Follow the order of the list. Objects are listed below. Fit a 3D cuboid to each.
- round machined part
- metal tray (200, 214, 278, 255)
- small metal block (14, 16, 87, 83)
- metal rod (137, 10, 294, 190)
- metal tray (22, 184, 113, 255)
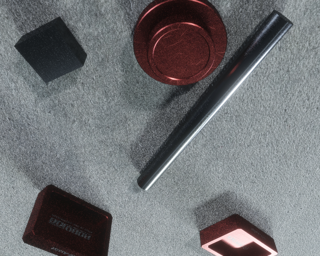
[{"bbox_3d":[0.021,-0.085,0.324,0.099,0.042,0.097,-1,130,0],"label":"round machined part"},{"bbox_3d":[0.151,0.220,0.593,0.090,0.030,0.130,-37,122,27],"label":"metal tray"},{"bbox_3d":[-0.116,-0.083,0.335,0.050,0.025,0.050,-20,128,16],"label":"small metal block"},{"bbox_3d":[0.050,-0.013,0.396,0.025,0.025,0.298,24,126,-19],"label":"metal rod"},{"bbox_3d":[-0.141,0.158,0.497,0.130,0.090,0.030,36,121,-27],"label":"metal tray"}]
